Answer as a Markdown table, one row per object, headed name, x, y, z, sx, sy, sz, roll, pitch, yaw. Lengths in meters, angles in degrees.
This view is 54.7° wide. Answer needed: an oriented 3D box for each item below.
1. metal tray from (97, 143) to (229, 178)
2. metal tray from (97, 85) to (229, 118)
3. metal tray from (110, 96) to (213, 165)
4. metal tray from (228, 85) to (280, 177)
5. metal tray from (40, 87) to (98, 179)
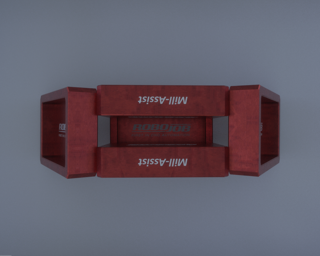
| name | x | y | z | sx | sy | sz | roll | pitch | yaw |
| --- | --- | --- | --- | --- | --- | --- | --- | --- | --- |
| metal tray | 0.003 | 0.034 | 0.347 | 0.131 | 0.090 | 0.030 | 0 | 90 | -1 |
| metal tray | 0.003 | -0.027 | 0.347 | 0.131 | 0.090 | 0.030 | 0 | 90 | 0 |
| metal tray | 0.002 | 0.003 | 0.407 | 0.131 | 0.030 | 0.089 | 0 | 90 | -1 |
| metal tray | 0.113 | 0.002 | 0.359 | 0.030 | 0.131 | 0.089 | 1 | 91 | 30 |
| metal tray | -0.110 | 0.003 | 0.358 | 0.030 | 0.130 | 0.089 | 0 | 91 | -32 |
